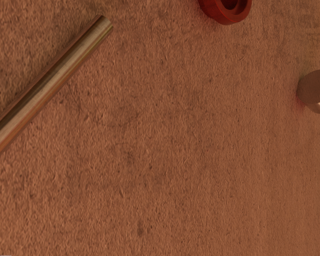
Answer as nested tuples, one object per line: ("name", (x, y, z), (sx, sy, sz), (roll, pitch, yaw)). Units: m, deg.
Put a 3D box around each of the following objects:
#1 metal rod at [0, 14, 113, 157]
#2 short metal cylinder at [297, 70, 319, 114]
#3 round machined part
("metal rod", (-0.139, -0.004, 0.288), (0.025, 0.025, 0.301), (49, 61, -29))
("short metal cylinder", (0.339, -0.076, 0.652), (0.050, 0.080, 0.080), (29, 72, -37))
("round machined part", (0.094, -0.206, 0.471), (0.099, 0.042, 0.097), (0, 90, -40))
